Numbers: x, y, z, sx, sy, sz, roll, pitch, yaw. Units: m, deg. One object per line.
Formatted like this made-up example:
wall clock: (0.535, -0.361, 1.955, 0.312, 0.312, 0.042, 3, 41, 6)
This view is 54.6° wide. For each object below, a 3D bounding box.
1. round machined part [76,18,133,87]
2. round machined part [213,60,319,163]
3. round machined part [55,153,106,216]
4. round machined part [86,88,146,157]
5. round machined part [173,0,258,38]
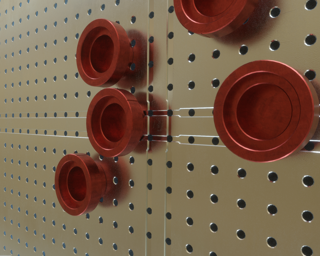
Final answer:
round machined part: (-0.079, -0.109, 0.465, 0.098, 0.042, 0.097, 0, 91, 40)
round machined part: (0.107, -0.016, 0.311, 0.098, 0.042, 0.097, 0, 90, 40)
round machined part: (-0.125, 0.089, 0.504, 0.098, 0.042, 0.097, 0, 90, 40)
round machined part: (-0.060, -0.008, 0.449, 0.098, 0.042, 0.097, 0, 90, 40)
round machined part: (0.066, -0.149, 0.344, 0.098, 0.042, 0.097, 0, 90, 40)
